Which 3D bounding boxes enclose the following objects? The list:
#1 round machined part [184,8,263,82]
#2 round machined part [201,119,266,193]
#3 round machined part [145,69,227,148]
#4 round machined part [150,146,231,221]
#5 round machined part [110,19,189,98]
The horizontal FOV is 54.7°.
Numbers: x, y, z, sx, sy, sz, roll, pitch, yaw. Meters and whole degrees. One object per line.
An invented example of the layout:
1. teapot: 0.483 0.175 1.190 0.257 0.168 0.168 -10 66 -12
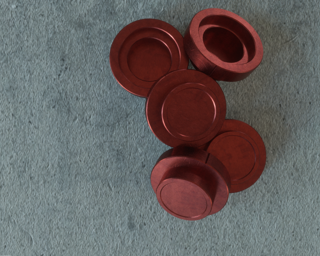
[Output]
1. round machined part: 0.075 -0.099 0.390 0.099 0.042 0.098 8 63 -16
2. round machined part: 0.090 0.037 0.404 0.099 0.042 0.097 0 90 -1
3. round machined part: 0.033 -0.021 0.370 0.099 0.042 0.097 -2 101 -8
4. round machined part: 0.034 0.074 0.378 0.098 0.042 0.097 11 125 16
5. round machined part: -0.013 -0.087 0.402 0.099 0.042 0.097 0 90 -1
